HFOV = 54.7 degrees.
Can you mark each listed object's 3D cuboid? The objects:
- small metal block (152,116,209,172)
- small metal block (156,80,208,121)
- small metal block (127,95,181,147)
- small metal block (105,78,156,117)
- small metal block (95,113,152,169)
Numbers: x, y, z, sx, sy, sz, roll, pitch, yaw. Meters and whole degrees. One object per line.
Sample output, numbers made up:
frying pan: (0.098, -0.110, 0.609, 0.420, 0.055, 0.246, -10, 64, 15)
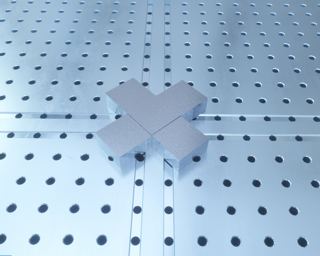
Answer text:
small metal block: (0.025, 0.019, 0.392, 0.050, 0.025, 0.050, -34, 58, -25)
small metal block: (0.030, -0.035, 0.437, 0.050, 0.025, 0.050, -34, 58, -26)
small metal block: (-0.008, -0.011, 0.415, 0.050, 0.025, 0.050, -34, 58, -26)
small metal block: (-0.041, -0.039, 0.440, 0.050, 0.025, 0.050, -34, 58, -25)
small metal block: (-0.046, 0.016, 0.394, 0.050, 0.025, 0.050, -34, 58, -26)
